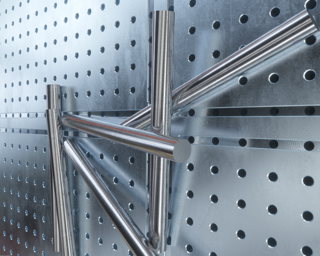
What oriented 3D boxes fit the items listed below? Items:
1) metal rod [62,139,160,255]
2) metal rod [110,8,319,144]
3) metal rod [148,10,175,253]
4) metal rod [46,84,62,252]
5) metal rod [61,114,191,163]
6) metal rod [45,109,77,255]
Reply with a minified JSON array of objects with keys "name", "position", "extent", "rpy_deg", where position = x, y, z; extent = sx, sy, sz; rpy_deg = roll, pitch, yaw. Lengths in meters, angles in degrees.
[{"name":"metal rod","position":[-0.073,0.109,0.449],"extent":[0.300,0.025,0.025],"rpy_deg":[43,116,39]},{"name":"metal rod","position":[0.037,-0.044,0.379],"extent":[0.299,0.025,0.025],"rpy_deg":[-28,72,36]},{"name":"metal rod","position":[0.001,0.014,0.384],"extent":[0.025,0.025,0.298],"rpy_deg":[11,105,39]},{"name":"metal rod","position":[-0.189,0.070,0.567],"extent":[0.025,0.025,0.299],"rpy_deg":[-6,86,40]},{"name":"metal rod","position":[-0.070,0.005,0.430],"extent":[0.299,0.025,0.025],"rpy_deg":[11,97,51]},{"name":"metal rod","position":[-0.171,0.116,0.542],"extent":[0.025,0.025,0.298],"rpy_deg":[-9,88,40]}]
